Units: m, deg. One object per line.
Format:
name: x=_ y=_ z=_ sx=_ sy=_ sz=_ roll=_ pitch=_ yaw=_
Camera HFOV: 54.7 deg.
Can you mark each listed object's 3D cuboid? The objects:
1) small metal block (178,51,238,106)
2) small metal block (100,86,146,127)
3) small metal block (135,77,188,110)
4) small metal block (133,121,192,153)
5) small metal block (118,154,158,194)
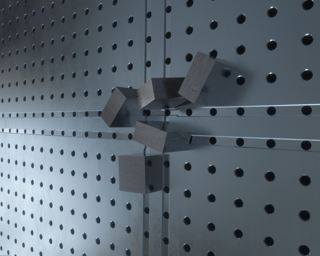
small metal block: x=0.054 y=-0.053 z=0.347 sx=0.025 sy=0.050 sz=0.050 roll=38 pitch=113 yaw=32
small metal block: x=-0.047 y=-0.028 z=0.429 sx=0.025 sy=0.050 sz=0.050 roll=48 pitch=118 yaw=29
small metal block: x=0.004 y=-0.041 z=0.378 sx=0.050 sy=0.050 sz=0.025 roll=-25 pitch=73 yaw=62
small metal block: x=0.003 y=0.010 z=0.389 sx=0.050 sy=0.050 sz=0.025 roll=21 pitch=103 yaw=38
small metal block: x=-0.031 y=0.063 z=0.433 sx=0.050 sy=0.025 sz=0.050 roll=-3 pitch=88 yaw=39
